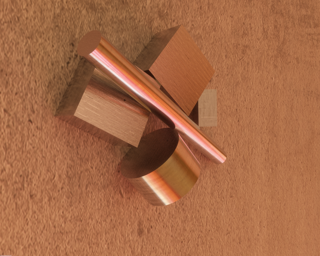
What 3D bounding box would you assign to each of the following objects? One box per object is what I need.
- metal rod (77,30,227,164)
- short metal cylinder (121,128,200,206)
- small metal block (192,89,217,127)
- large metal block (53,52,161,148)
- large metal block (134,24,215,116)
[{"bbox_3d":[0.017,-0.012,0.367,0.301,0.025,0.025,37,66,-51],"label":"metal rod"},{"bbox_3d":[0.001,0.045,0.370,0.080,0.080,0.050,-51,121,-27],"label":"short metal cylinder"},{"bbox_3d":[0.062,-0.027,0.438,0.025,0.050,0.050,-1,92,-4],"label":"small metal block"},{"bbox_3d":[-0.056,-0.032,0.343,0.080,0.050,0.080,31,71,-36],"label":"large metal block"},{"bbox_3d":[0.015,-0.071,0.399,0.080,0.050,0.080,47,62,-30],"label":"large metal block"}]
